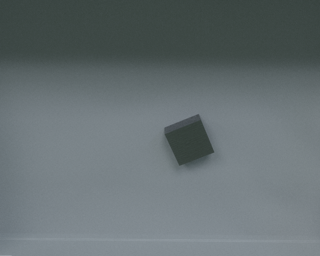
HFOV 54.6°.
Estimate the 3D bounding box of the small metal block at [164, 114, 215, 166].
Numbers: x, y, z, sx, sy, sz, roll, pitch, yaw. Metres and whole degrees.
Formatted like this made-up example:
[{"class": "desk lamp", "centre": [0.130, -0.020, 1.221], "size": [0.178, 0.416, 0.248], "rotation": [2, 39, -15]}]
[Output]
[{"class": "small metal block", "centre": [0.039, 0.016, 0.417], "size": [0.050, 0.025, 0.050], "rotation": [-22, 109, 8]}]
